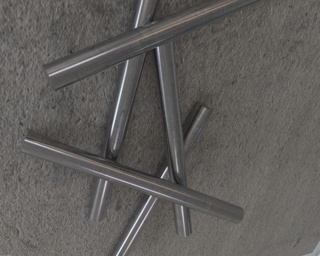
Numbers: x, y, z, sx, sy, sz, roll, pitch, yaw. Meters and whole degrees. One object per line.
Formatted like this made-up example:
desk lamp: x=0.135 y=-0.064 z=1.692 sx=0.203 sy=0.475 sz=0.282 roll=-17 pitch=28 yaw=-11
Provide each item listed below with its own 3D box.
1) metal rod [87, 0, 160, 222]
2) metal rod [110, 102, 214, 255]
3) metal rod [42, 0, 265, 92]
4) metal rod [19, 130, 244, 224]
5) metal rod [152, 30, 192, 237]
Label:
metal rod: x=-0.050 y=-0.008 z=0.374 sx=0.025 sy=0.025 sz=0.298 roll=2 pitch=117 yaw=-30
metal rod: x=-0.006 y=0.097 z=0.462 sx=0.025 sy=0.025 sz=0.298 roll=17 pitch=109 yaw=-35
metal rod: x=0.026 y=-0.111 z=0.325 sx=0.302 sy=0.025 sz=0.025 roll=-29 pitch=129 yaw=-21
metal rod: x=-0.018 y=0.070 z=0.390 sx=0.302 sy=0.025 sz=0.025 roll=23 pitch=106 yaw=-21
metal rod: x=0.019 y=0.024 z=0.406 sx=0.025 sy=0.025 sz=0.298 roll=-17 pitch=118 yaw=-19
